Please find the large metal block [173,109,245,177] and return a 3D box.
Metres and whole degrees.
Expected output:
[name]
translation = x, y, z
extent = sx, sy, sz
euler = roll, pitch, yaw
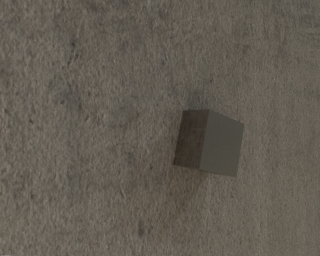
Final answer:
[large metal block]
translation = 0.072, 0.023, 0.447
extent = 0.080, 0.050, 0.080
euler = 18, 79, -39
